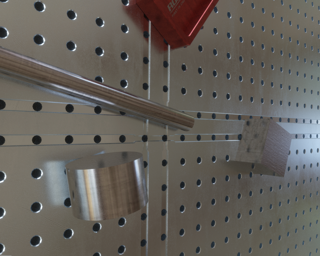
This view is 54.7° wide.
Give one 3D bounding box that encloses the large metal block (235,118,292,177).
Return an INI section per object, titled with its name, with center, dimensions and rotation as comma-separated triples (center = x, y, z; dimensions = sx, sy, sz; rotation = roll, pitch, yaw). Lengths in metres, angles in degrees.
[large metal block]
center = 0.187, 0.035, 0.553
dimensions = 0.080, 0.050, 0.080
rotation = 28, 72, -37

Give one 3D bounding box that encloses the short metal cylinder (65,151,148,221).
[short metal cylinder]
center = -0.055, 0.058, 0.329
dimensions = 0.081, 0.080, 0.050
rotation = -12, 98, -40

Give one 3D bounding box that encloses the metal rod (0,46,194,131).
[metal rod]
center = -0.072, -0.040, 0.349
dimensions = 0.302, 0.025, 0.025
rotation = 16, 80, -39

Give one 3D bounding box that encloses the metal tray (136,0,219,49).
[metal tray]
center = 0.034, -0.188, 0.435
dimensions = 0.090, 0.030, 0.130
rotation = 46, 63, -31
